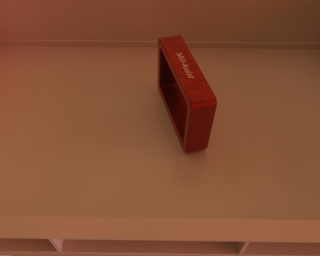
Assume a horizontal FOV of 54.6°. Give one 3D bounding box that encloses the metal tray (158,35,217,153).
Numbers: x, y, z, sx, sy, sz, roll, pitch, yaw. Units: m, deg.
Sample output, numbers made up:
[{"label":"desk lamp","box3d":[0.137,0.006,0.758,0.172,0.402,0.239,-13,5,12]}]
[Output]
[{"label":"metal tray","box3d":[0.029,-0.045,0.398,0.030,0.090,0.130,-12,51,-11]}]
